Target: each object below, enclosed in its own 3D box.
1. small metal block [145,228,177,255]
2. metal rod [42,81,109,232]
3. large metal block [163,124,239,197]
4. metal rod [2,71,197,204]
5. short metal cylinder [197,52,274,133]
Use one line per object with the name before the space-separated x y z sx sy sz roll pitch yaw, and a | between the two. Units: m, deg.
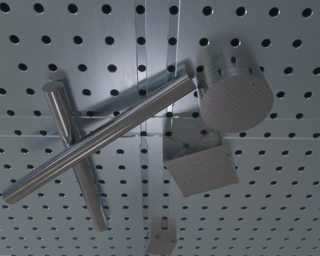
small metal block | 0.002 0.221 0.600 0.050 0.025 0.050 10 130 -9
metal rod | -0.116 0.064 0.464 0.025 0.025 0.298 -3 130 3
large metal block | 0.057 0.044 0.434 0.080 0.050 0.080 -18 128 15
metal rod | -0.087 0.019 0.400 0.300 0.025 0.025 -32 124 14
short metal cylinder | 0.085 -0.040 0.362 0.081 0.050 0.079 0 130 0
